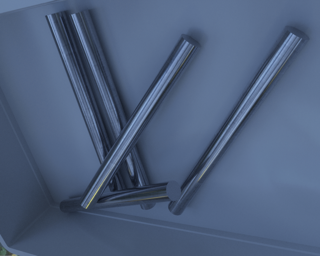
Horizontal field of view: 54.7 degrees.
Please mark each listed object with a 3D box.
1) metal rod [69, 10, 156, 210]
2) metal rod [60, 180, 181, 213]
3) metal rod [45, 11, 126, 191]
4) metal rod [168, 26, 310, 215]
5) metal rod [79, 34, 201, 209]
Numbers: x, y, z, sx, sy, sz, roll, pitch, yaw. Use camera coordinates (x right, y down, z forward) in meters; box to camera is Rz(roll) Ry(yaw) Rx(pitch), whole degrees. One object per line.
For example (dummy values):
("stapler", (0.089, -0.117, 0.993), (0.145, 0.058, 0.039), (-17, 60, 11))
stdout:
("metal rod", (-0.058, -0.009, 0.433), (0.025, 0.025, 0.298), (-3, 117, 29))
("metal rod", (-0.082, 0.113, 0.488), (0.299, 0.025, 0.025), (-20, 108, 45))
("metal rod", (-0.098, -0.013, 0.452), (0.025, 0.025, 0.298), (0, 119, 28))
("metal rod", (0.076, 0.017, 0.379), (0.025, 0.025, 0.298), (32, 129, 7))
("metal rod", (-0.040, 0.011, 0.409), (0.025, 0.025, 0.298), (37, 121, 3))
